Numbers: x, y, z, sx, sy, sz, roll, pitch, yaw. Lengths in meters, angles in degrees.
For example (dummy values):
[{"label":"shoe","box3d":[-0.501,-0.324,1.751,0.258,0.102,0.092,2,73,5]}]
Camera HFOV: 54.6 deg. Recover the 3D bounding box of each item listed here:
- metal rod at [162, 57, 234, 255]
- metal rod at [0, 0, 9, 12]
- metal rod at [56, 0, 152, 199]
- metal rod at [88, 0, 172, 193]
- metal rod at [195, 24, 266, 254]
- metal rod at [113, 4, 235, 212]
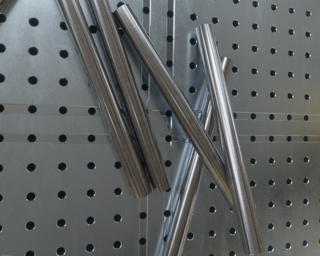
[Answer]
[{"label":"metal rod","box3d":[0.052,0.045,0.431,0.025,0.025,0.299,18,84,-19]},{"label":"metal rod","box3d":[-0.214,-0.091,0.333,0.025,0.025,0.300,33,79,-17]},{"label":"metal rod","box3d":[-0.074,-0.053,0.385,0.025,0.025,0.299,-23,98,-19]},{"label":"metal rod","box3d":[-0.043,-0.060,0.396,0.025,0.025,0.299,-21,97,-19]},{"label":"metal rod","box3d":[0.087,0.004,0.402,0.025,0.025,0.299,-5,76,-20]},{"label":"metal rod","box3d":[0.029,-0.023,0.403,0.025,0.025,0.299,-33,94,-17]}]
